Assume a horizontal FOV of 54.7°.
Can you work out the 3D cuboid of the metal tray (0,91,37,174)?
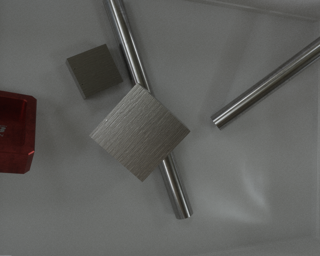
[{"bbox_3d":[-0.192,-0.004,0.299,0.131,0.090,0.030,9,130,-27],"label":"metal tray"}]

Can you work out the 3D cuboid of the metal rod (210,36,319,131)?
[{"bbox_3d":[0.198,-0.095,0.420,0.300,0.025,0.025,-37,104,9],"label":"metal rod"}]

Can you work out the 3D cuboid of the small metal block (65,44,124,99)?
[{"bbox_3d":[-0.081,-0.069,0.381,0.050,0.025,0.050,-27,99,-18],"label":"small metal block"}]

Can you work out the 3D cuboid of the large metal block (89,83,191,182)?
[{"bbox_3d":[-0.023,0.003,0.371,0.080,0.050,0.080,42,95,-5],"label":"large metal block"}]

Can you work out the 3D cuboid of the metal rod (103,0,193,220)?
[{"bbox_3d":[-0.013,-0.022,0.406,0.025,0.025,0.298,-21,97,-19],"label":"metal rod"}]
